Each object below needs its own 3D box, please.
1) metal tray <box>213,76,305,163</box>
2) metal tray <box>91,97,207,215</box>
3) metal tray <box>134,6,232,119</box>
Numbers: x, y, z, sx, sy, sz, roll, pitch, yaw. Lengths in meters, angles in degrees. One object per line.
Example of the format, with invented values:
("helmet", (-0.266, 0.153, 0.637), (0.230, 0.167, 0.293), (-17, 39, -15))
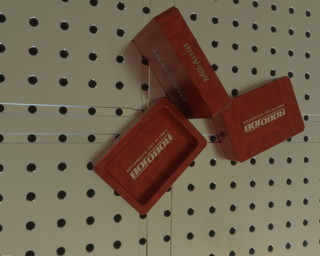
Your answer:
("metal tray", (0.147, -0.015, 0.464), (0.131, 0.030, 0.090), (-23, 98, -19))
("metal tray", (-0.012, 0.034, 0.405), (0.130, 0.030, 0.090), (-47, 105, -14))
("metal tray", (0.025, -0.073, 0.386), (0.030, 0.090, 0.130), (-36, 102, -16))
